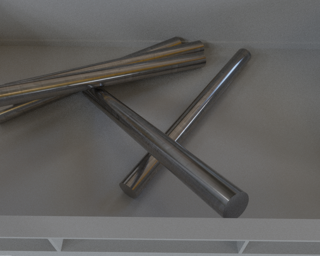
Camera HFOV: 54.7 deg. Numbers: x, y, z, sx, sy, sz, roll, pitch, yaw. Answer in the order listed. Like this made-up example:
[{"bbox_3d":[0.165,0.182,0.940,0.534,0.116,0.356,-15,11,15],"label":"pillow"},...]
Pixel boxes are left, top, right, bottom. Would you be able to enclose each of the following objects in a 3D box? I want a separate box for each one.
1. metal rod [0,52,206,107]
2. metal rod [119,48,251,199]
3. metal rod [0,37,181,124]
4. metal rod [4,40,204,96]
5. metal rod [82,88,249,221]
[{"bbox_3d":[-0.062,-0.073,0.429,0.302,0.025,0.025,-16,51,-28],"label":"metal rod"},{"bbox_3d":[0.051,-0.024,0.425,0.025,0.025,0.301,28,55,21],"label":"metal rod"},{"bbox_3d":[-0.096,-0.079,0.470,0.302,0.025,0.025,-27,55,-21],"label":"metal rod"},{"bbox_3d":[-0.063,-0.089,0.454,0.302,0.025,0.025,-19,52,-25],"label":"metal rod"},{"bbox_3d":[-0.023,0.001,0.339,0.025,0.025,0.300,-27,35,-21],"label":"metal rod"}]
